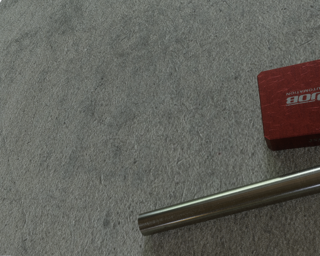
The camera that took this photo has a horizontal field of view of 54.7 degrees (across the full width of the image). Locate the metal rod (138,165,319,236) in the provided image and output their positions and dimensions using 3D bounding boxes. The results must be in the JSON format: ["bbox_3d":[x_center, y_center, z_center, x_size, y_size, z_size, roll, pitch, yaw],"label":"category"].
[{"bbox_3d":[0.118,0.060,0.304,0.301,0.025,0.025,-19,54,16],"label":"metal rod"}]

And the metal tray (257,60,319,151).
[{"bbox_3d":[0.176,-0.029,0.327,0.130,0.030,0.090,-9,58,22],"label":"metal tray"}]
